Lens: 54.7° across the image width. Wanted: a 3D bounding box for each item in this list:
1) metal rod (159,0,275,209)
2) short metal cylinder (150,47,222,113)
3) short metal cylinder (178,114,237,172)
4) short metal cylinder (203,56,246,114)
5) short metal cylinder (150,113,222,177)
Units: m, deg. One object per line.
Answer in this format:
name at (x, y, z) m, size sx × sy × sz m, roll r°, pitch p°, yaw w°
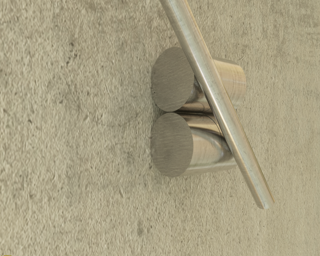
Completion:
metal rod at (0.076, -0.018, 0.366) m, size 0.025 × 0.025 × 0.299 m, roll -44°, pitch 117°, yaw -31°
short metal cylinder at (0.032, -0.059, 0.398) m, size 0.050 × 0.080 × 0.080 m, roll 1°, pitch 90°, yaw -40°
short metal cylinder at (0.070, 0.021, 0.430) m, size 0.050 × 0.080 × 0.080 m, roll 1°, pitch 90°, yaw -40°
short metal cylinder at (0.071, -0.059, 0.430) m, size 0.050 × 0.080 × 0.080 m, roll 1°, pitch 90°, yaw -40°
short metal cylinder at (0.031, 0.021, 0.397) m, size 0.050 × 0.080 × 0.080 m, roll 1°, pitch 90°, yaw -40°
